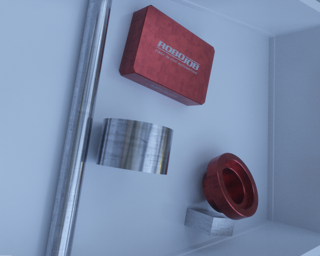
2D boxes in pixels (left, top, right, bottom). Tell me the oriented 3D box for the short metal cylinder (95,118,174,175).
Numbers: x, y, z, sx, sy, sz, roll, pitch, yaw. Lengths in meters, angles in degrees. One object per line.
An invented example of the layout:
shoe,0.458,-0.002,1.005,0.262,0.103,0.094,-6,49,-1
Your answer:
short metal cylinder,-0.028,0.022,0.349,0.081,0.080,0.050,15,81,-39

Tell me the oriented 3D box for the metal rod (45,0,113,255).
metal rod,-0.086,-0.007,0.335,0.025,0.025,0.298,13,82,-40

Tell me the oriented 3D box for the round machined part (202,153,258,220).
round machined part,0.102,0.090,0.468,0.098,0.042,0.098,27,48,-34

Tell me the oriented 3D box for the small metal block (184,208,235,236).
small metal block,0.073,0.138,0.454,0.050,0.050,0.025,18,82,-39

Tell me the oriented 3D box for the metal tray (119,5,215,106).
metal tray,0.015,-0.092,0.418,0.131,0.030,0.090,20,77,-39
